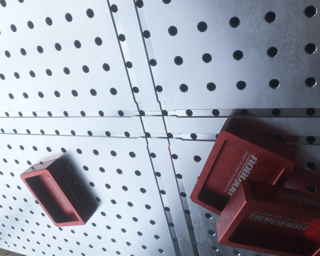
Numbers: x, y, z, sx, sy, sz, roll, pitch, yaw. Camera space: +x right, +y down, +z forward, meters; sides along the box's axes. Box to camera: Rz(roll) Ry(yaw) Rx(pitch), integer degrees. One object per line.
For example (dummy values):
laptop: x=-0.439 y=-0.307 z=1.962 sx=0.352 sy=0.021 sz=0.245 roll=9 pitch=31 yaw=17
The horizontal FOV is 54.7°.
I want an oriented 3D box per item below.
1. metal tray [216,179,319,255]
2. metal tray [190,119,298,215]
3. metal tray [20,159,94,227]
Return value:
metal tray: x=0.144 y=0.113 z=0.370 sx=0.131 sy=0.030 sz=0.089 roll=13 pitch=127 yaw=-7
metal tray: x=0.100 y=0.062 z=0.392 sx=0.090 sy=0.030 sz=0.129 roll=26 pitch=127 yaw=11
metal tray: x=-0.194 y=0.126 z=0.585 sx=0.090 sy=0.030 sz=0.130 roll=-16 pitch=110 yaw=34
